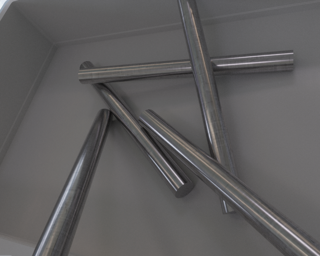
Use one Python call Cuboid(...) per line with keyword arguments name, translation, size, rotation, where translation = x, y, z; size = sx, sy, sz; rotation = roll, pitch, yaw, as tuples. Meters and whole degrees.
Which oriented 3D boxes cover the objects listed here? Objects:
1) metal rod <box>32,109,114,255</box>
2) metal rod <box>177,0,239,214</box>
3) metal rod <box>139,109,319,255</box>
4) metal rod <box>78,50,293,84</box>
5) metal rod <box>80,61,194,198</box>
Cuboid(name="metal rod", translation=(-0.082, 0.049, 0.328), size=(0.025, 0.025, 0.300), rotation=(-26, 23, 12))
Cuboid(name="metal rod", translation=(0.055, -0.051, 0.372), size=(0.025, 0.025, 0.299), rotation=(-17, 66, 19))
Cuboid(name="metal rod", translation=(0.062, 0.054, 0.298), size=(0.025, 0.025, 0.300), rotation=(-46, 44, -4))
Cuboid(name="metal rod", translation=(0.020, -0.081, 0.427), size=(0.301, 0.025, 0.025), rotation=(0, 62, 22))
Cuboid(name="metal rod", translation=(-0.050, -0.017, 0.442), size=(0.025, 0.025, 0.300), rotation=(-41, 51, 0))
